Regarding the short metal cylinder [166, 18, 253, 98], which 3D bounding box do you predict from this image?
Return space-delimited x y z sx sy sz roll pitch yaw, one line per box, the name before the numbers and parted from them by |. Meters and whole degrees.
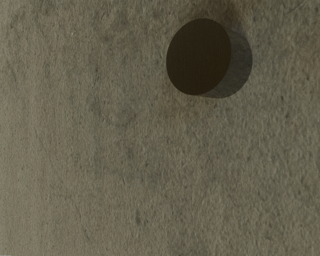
short metal cylinder | 0.054 -0.074 0.343 0.080 0.050 0.079 0 90 39
